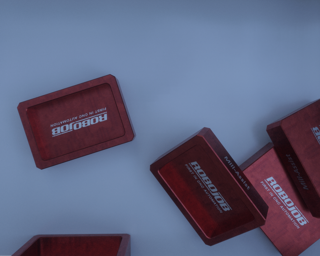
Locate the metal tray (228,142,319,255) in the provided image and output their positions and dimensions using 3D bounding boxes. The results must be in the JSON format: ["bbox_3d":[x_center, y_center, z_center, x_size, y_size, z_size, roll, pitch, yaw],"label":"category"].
[{"bbox_3d":[0.159,0.095,0.410,0.090,0.030,0.130,-39,90,0],"label":"metal tray"}]

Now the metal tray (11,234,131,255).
[{"bbox_3d":[-0.105,0.160,0.378,0.131,0.090,0.030,0,90,0],"label":"metal tray"}]

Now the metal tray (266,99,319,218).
[{"bbox_3d":[0.204,0.035,0.390,0.091,0.030,0.130,-25,85,-21],"label":"metal tray"}]

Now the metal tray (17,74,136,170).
[{"bbox_3d":[-0.107,-0.008,0.407,0.131,0.030,0.090,-18,90,0],"label":"metal tray"}]

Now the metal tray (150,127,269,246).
[{"bbox_3d":[0.060,0.075,0.388,0.090,0.030,0.130,-36,90,31],"label":"metal tray"}]
